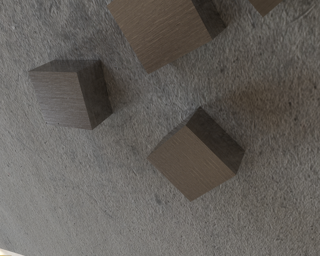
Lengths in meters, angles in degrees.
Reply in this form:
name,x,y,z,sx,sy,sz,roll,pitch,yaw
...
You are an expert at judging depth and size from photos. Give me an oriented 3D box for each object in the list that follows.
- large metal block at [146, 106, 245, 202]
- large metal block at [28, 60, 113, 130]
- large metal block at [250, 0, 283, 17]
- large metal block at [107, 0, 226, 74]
name,x,y,z,sx,sy,sz,roll,pitch,yaw
large metal block,0.044,0.034,0.388,0.080,0.050,0.080,45,129,-3
large metal block,-0.120,-0.047,0.425,0.080,0.050,0.079,6,121,25
large metal block,0.081,-0.142,0.241,0.080,0.080,0.050,47,129,-5
large metal block,0.008,-0.114,0.316,0.080,0.050,0.080,-22,107,36
